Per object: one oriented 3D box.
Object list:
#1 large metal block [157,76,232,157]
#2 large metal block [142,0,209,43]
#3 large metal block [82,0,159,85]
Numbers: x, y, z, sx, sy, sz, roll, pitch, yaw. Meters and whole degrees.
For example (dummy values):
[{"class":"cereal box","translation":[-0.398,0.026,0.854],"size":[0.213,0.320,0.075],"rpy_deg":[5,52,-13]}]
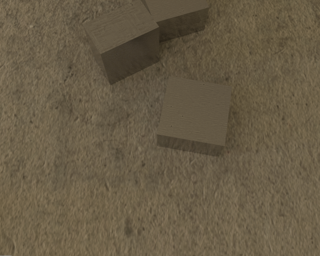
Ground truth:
[{"class":"large metal block","translation":[0.043,-0.014,0.401],"size":[0.080,0.050,0.080],"rpy_deg":[10,70,3]},{"class":"large metal block","translation":[0.017,-0.183,0.462],"size":[0.081,0.050,0.080],"rpy_deg":[-18,71,-7]},{"class":"large metal block","translation":[-0.049,-0.113,0.420],"size":[0.080,0.080,0.050],"rpy_deg":[-28,73,-10]}]
